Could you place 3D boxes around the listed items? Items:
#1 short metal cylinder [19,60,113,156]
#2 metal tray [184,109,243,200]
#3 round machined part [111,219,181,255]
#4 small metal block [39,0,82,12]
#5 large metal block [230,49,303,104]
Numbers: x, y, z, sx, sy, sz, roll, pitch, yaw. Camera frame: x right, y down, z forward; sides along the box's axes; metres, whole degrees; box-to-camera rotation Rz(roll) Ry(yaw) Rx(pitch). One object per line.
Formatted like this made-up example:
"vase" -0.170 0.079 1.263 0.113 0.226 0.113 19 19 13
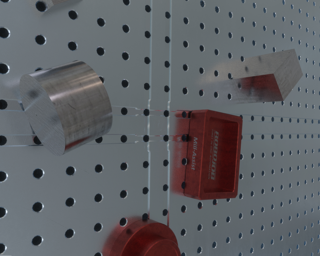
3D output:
"short metal cylinder" -0.091 -0.020 0.298 0.050 0.080 0.080 -28 108 -37
"metal tray" 0.084 0.042 0.477 0.091 0.030 0.129 8 85 -40
"round machined part" -0.011 0.169 0.389 0.099 0.042 0.097 0 90 -40
"small metal block" -0.105 -0.155 0.321 0.050 0.025 0.050 -37 113 -34
"large metal block" 0.181 -0.086 0.525 0.080 0.080 0.050 -44 117 -31
